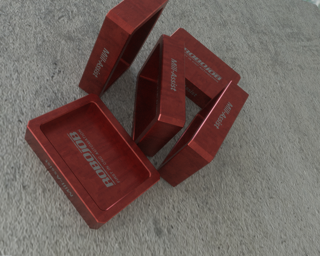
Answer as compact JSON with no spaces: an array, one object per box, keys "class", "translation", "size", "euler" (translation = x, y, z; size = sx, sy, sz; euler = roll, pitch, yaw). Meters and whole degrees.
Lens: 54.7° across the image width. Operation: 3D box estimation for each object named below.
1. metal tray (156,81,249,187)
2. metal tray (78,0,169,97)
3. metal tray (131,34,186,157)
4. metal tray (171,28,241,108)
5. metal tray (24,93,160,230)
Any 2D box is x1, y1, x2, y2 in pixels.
[{"class":"metal tray","translation":[0.055,0.006,0.391],"size":[0.030,0.090,0.131],"euler":[40,51,-2]},{"class":"metal tray","translation":[-0.047,-0.101,0.376],"size":[0.030,0.129,0.090],"euler":[38,51,-4]},{"class":"metal tray","translation":[-0.003,-0.040,0.387],"size":[0.030,0.090,0.130],"euler":[16,55,-20]},{"class":"metal tray","translation":[0.057,-0.091,0.490],"size":[0.130,0.030,0.090],"euler":[39,51,-2]},{"class":"metal tray","translation":[-0.073,0.032,0.344],"size":[0.091,0.030,0.130],"euler":[-33,80,-38]}]
